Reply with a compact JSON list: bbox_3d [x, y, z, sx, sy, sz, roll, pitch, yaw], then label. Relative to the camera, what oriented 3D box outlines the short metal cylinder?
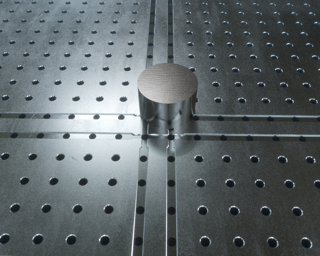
[{"bbox_3d":[0.010,-0.045,0.430,0.080,0.050,0.080,0,50,0],"label":"short metal cylinder"}]
